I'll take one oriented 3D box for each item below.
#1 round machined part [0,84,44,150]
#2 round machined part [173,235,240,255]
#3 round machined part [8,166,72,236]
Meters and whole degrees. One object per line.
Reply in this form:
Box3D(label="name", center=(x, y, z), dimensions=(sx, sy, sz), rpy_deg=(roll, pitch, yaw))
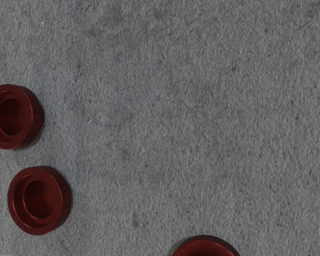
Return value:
Box3D(label="round machined part", center=(-0.221, -0.017, 0.478), dimensions=(0.098, 0.042, 0.097), rpy_deg=(0, 90, 20))
Box3D(label="round machined part", center=(0.055, 0.187, 0.380), dimensions=(0.098, 0.042, 0.097), rpy_deg=(0, 90, 20))
Box3D(label="round machined part", center=(-0.173, 0.104, 0.461), dimensions=(0.098, 0.042, 0.097), rpy_deg=(0, 90, 20))
